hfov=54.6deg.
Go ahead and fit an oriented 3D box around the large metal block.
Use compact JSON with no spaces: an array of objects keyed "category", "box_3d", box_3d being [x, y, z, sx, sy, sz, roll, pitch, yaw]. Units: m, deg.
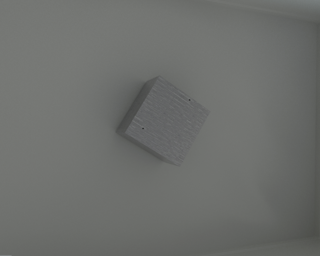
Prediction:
[{"category":"large metal block","box_3d":[0.003,-0.008,0.395,0.080,0.050,0.080,33,79,-17]}]
